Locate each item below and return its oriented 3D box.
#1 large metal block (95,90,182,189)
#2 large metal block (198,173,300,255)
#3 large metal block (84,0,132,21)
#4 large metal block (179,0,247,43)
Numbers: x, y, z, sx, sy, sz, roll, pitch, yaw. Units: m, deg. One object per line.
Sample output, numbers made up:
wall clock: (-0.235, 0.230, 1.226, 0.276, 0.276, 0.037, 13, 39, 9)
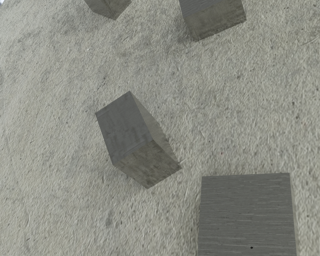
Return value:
large metal block: (-0.025, 0.016, 0.372, 0.050, 0.080, 0.080, -33, 52, 7)
large metal block: (0.083, 0.090, 0.289, 0.080, 0.050, 0.080, -7, 59, 24)
large metal block: (-0.113, -0.260, 0.588, 0.080, 0.080, 0.050, 33, 80, 38)
large metal block: (0.075, -0.187, 0.464, 0.080, 0.050, 0.080, -20, 54, 16)
